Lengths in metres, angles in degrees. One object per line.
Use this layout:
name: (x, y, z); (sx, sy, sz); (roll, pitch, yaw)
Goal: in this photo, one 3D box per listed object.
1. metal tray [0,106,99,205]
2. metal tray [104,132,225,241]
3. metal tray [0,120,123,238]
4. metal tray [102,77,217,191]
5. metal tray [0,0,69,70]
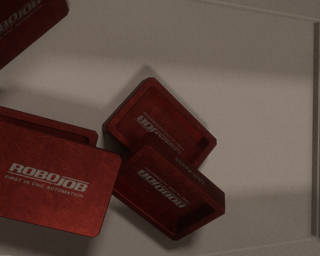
metal tray: (-0.147, 0.031, 0.353); (0.131, 0.030, 0.090); (16, 85, -20)
metal tray: (0.005, 0.076, 0.381); (0.130, 0.030, 0.090); (41, 119, -15)
metal tray: (-0.115, 0.053, 0.324); (0.131, 0.030, 0.090); (18, 85, -12)
metal tray: (0.002, 0.009, 0.409); (0.130, 0.030, 0.090); (44, 76, -15)
metal tray: (-0.160, -0.115, 0.314); (0.030, 0.090, 0.130); (41, 76, 10)
